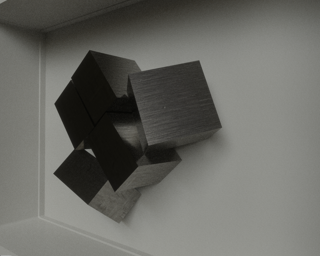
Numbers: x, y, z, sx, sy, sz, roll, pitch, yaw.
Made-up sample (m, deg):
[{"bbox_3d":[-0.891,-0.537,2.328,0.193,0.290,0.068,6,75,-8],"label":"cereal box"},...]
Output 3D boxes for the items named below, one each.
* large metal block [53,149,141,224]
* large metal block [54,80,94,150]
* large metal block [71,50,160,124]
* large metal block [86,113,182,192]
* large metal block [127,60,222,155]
[{"bbox_3d":[-0.085,0.078,0.428,0.080,0.080,0.050,28,73,36],"label":"large metal block"},{"bbox_3d":[-0.090,-0.018,0.441,0.050,0.081,0.080,-45,63,30],"label":"large metal block"},{"bbox_3d":[-0.058,-0.051,0.415,0.050,0.081,0.080,-46,63,30],"label":"large metal block"},{"bbox_3d":[-0.033,0.028,0.393,0.050,0.081,0.080,-49,61,29],"label":"large metal block"},{"bbox_3d":[0.013,-0.022,0.349,0.050,0.081,0.080,118,137,-72],"label":"large metal block"}]
